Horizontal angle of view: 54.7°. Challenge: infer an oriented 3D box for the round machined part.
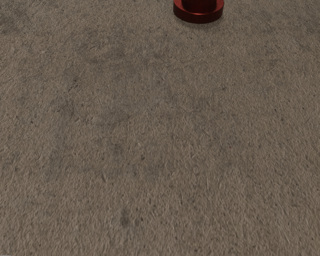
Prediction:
[{"bbox_3d":[0.076,-0.248,0.601,0.099,0.042,0.098,0,50,0],"label":"round machined part"}]
